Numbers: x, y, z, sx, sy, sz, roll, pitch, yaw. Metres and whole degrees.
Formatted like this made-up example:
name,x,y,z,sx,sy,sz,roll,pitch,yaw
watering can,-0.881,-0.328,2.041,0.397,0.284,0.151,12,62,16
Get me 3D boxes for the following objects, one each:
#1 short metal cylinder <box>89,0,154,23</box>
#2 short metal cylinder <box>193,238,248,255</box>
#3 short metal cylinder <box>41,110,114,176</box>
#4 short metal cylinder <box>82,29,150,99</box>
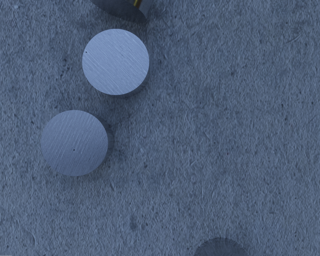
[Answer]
name,x,y,z,sx,sy,sz,roll,pitch,yaw
short metal cylinder,-0.046,-0.172,0.382,0.080,0.080,0.050,21,90,0
short metal cylinder,0.083,0.190,0.398,0.081,0.050,0.080,0,90,0
short metal cylinder,-0.103,0.018,0.397,0.081,0.050,0.080,0,90,0
short metal cylinder,-0.053,-0.080,0.397,0.081,0.050,0.080,0,90,0
